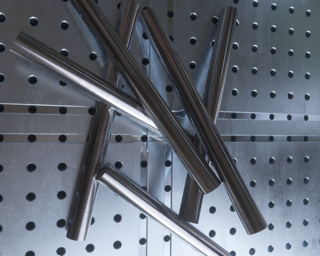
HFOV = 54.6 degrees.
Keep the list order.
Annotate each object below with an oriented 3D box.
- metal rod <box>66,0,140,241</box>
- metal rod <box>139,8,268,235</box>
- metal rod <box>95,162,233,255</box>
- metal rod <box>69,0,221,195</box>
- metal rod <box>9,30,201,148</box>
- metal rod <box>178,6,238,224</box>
[{"bbox_3d":[-0.069,-0.013,0.386,0.025,0.025,0.299,14,85,-20],"label":"metal rod"},{"bbox_3d":[0.046,-0.017,0.378,0.025,0.025,0.299,-22,78,-19],"label":"metal rod"},{"bbox_3d":[0.039,0.143,0.415,0.300,0.025,0.025,41,77,-20],"label":"metal rod"},{"bbox_3d":[-0.025,-0.053,0.365,0.025,0.025,0.299,-34,88,-17],"label":"metal rod"},{"bbox_3d":[-0.028,-0.021,0.379,0.301,0.025,0.025,30,80,-26],"label":"metal rod"},{"bbox_3d":[0.067,-0.028,0.410,0.025,0.025,0.299,19,74,-19],"label":"metal rod"}]
